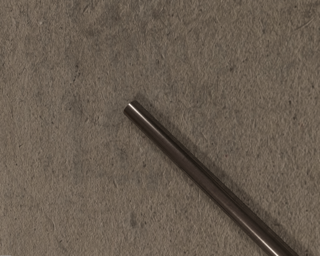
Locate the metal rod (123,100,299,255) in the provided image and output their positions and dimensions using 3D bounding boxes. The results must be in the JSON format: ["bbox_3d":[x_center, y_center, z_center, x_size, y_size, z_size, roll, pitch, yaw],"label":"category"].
[{"bbox_3d":[0.065,0.072,0.385,0.300,0.025,0.025,44,103,14],"label":"metal rod"}]
